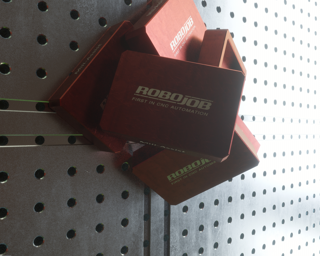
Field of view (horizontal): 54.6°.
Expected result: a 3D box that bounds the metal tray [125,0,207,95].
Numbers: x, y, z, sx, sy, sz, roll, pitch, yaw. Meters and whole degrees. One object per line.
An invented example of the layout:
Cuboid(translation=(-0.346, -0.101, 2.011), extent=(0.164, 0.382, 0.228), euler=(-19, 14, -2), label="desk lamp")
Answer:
Cuboid(translation=(0.018, -0.114, 0.395), extent=(0.090, 0.030, 0.130), euler=(56, 44, -29), label="metal tray")

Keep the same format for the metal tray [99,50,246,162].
Cuboid(translation=(0.013, -0.024, 0.321), extent=(0.030, 0.130, 0.090), euler=(67, 37, -75), label="metal tray")

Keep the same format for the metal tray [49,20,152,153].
Cuboid(translation=(-0.052, -0.048, 0.361), extent=(0.090, 0.030, 0.130), euler=(47, 62, -31), label="metal tray")

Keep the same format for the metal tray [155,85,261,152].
Cuboid(translation=(0.065, -0.003, 0.418), extent=(0.130, 0.090, 0.030), euler=(46, 63, -31), label="metal tray")

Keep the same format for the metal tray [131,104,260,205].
Cuboid(translation=(0.042, 0.038, 0.381), extent=(0.090, 0.130, 0.030), euler=(46, 24, -30), label="metal tray")

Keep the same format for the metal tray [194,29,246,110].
Cuboid(translation=(0.090, -0.070, 0.448), extent=(0.130, 0.030, 0.090), euler=(33, 68, -59), label="metal tray")
